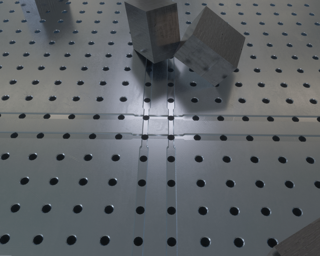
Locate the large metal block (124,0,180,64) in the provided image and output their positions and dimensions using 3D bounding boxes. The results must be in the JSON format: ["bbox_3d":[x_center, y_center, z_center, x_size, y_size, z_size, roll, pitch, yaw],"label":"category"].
[{"bbox_3d":[-0.011,-0.160,0.495,0.050,0.080,0.080,-23,39,-18],"label":"large metal block"}]

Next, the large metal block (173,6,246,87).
[{"bbox_3d":[0.077,-0.125,0.475,0.080,0.050,0.080,34,51,-13],"label":"large metal block"}]

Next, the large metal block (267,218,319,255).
[{"bbox_3d":[0.155,0.132,0.281,0.081,0.050,0.080,-23,54,-18],"label":"large metal block"}]

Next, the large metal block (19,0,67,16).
[{"bbox_3d":[-0.235,-0.280,0.606,0.050,0.080,0.080,25,55,20],"label":"large metal block"}]
